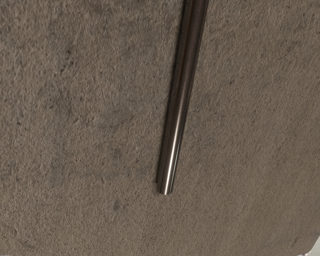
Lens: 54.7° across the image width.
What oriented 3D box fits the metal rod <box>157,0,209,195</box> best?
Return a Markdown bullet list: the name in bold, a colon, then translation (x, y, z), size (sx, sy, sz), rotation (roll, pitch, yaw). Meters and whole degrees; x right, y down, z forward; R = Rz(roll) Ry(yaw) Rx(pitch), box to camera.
- **metal rod**: translation (0.026, -0.037, 0.399), size (0.025, 0.025, 0.298), rotation (-6, 121, -26)
